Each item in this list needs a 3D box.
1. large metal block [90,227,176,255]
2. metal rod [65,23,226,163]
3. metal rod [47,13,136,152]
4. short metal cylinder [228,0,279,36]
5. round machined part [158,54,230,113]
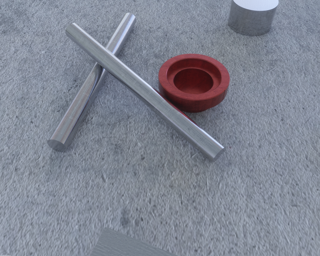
[{"bbox_3d":[-0.027,0.145,0.265,0.080,0.050,0.080,17,52,13],"label":"large metal block"},{"bbox_3d":[-0.033,-0.060,0.431,0.025,0.025,0.300,-37,66,-27],"label":"metal rod"},{"bbox_3d":[-0.091,-0.089,0.476,0.025,0.025,0.300,11,51,8],"label":"metal rod"},{"bbox_3d":[0.169,-0.213,0.568,0.081,0.050,0.080,0,50,0],"label":"short metal cylinder"},{"bbox_3d":[0.047,-0.060,0.443,0.099,0.042,0.098,0,50,0],"label":"round machined part"}]
